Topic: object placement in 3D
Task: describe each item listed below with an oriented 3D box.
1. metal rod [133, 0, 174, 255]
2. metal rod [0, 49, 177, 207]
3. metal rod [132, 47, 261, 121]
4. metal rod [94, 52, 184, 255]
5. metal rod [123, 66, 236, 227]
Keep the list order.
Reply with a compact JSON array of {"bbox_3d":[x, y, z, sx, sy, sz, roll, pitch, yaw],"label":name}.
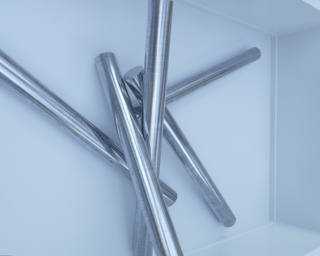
[{"bbox_3d":[-0.010,0.017,0.347,0.025,0.025,0.298,-10,112,-40],"label":"metal rod"},{"bbox_3d":[-0.080,0.007,0.339,0.300,0.025,0.025,44,64,-31],"label":"metal rod"},{"bbox_3d":[0.060,-0.071,0.455,0.302,0.025,0.025,-29,109,-36],"label":"metal rod"},{"bbox_3d":[-0.014,0.055,0.314,0.025,0.025,0.299,-6,69,-40],"label":"metal rod"},{"bbox_3d":[0.041,0.044,0.420,0.025,0.025,0.299,-53,127,-27],"label":"metal rod"}]
